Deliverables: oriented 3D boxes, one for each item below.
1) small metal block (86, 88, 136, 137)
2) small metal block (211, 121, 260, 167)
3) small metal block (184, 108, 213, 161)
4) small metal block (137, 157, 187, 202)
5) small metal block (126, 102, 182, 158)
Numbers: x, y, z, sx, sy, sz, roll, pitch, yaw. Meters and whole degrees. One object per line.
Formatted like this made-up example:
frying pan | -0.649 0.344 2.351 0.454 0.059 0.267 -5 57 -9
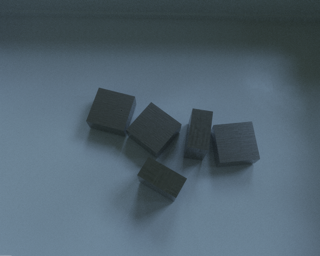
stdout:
small metal block | -0.064 -0.021 0.414 0.050 0.025 0.050 14 71 5
small metal block | 0.096 0.021 0.401 0.050 0.025 0.050 -5 70 -3
small metal block | 0.048 0.009 0.392 0.025 0.050 0.050 9 70 2
small metal block | 0.002 0.063 0.371 0.050 0.050 0.025 29 74 9
small metal block | -0.008 0.003 0.406 0.050 0.025 0.050 37 74 12
